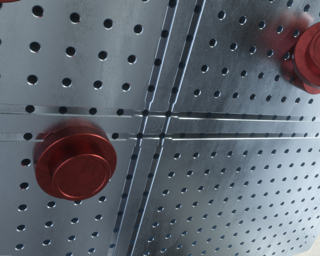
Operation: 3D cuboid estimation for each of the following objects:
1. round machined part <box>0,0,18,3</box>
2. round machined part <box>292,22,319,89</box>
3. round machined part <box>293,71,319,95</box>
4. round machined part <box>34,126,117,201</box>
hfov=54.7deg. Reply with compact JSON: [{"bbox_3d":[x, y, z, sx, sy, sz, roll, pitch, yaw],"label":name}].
[{"bbox_3d":[-0.130,-0.151,0.236,0.099,0.042,0.097,-14,125,-21],"label":"round machined part"},{"bbox_3d":[0.240,-0.104,0.431,0.098,0.098,0.042,-49,168,6],"label":"round machined part"},{"bbox_3d":[0.263,-0.097,0.487,0.099,0.042,0.097,-14,125,-21],"label":"round machined part"},{"bbox_3d":[-0.099,0.050,0.378,0.099,0.042,0.097,-14,125,-21],"label":"round machined part"}]
